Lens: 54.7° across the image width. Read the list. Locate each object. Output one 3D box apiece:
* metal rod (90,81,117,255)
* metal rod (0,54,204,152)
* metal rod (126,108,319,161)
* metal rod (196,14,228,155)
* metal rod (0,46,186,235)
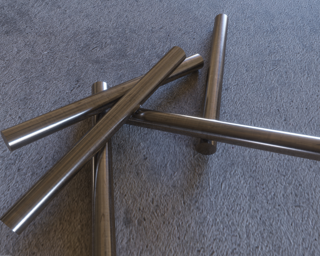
[{"bbox_3d":[-0.067,0.055,0.356,0.025,0.025,0.300,-6,50,-5],"label":"metal rod"},{"bbox_3d":[-0.053,-0.046,0.413,0.302,0.025,0.025,-28,55,-32],"label":"metal rod"},{"bbox_3d":[0.077,0.005,0.358,0.301,0.025,0.025,11,50,24],"label":"metal rod"},{"bbox_3d":[0.085,-0.087,0.476,0.025,0.025,0.300,8,50,7],"label":"metal rod"},{"bbox_3d":[-0.060,-0.005,0.370,0.025,0.025,0.301,28,60,21],"label":"metal rod"}]
